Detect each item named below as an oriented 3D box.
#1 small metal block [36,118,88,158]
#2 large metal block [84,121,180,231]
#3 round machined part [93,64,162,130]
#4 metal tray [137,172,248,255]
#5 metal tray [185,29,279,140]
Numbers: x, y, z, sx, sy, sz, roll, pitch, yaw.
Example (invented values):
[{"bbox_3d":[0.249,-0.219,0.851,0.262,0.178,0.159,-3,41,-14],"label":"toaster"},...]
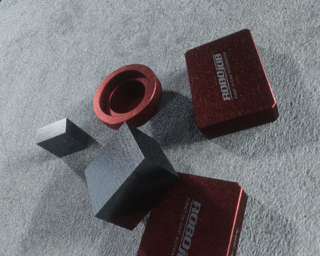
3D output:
[{"bbox_3d":[-0.141,0.016,0.450,0.050,0.050,0.025,-20,54,16],"label":"small metal block"},{"bbox_3d":[-0.035,0.052,0.349,0.080,0.050,0.080,-50,33,10],"label":"large metal block"},{"bbox_3d":[-0.041,-0.039,0.437,0.098,0.042,0.098,-13,56,20],"label":"round machined part"},{"bbox_3d":[0.030,0.114,0.314,0.090,0.030,0.130,6,64,30],"label":"metal tray"},{"bbox_3d":[0.085,-0.058,0.391,0.090,0.030,0.130,-17,55,18],"label":"metal tray"}]
